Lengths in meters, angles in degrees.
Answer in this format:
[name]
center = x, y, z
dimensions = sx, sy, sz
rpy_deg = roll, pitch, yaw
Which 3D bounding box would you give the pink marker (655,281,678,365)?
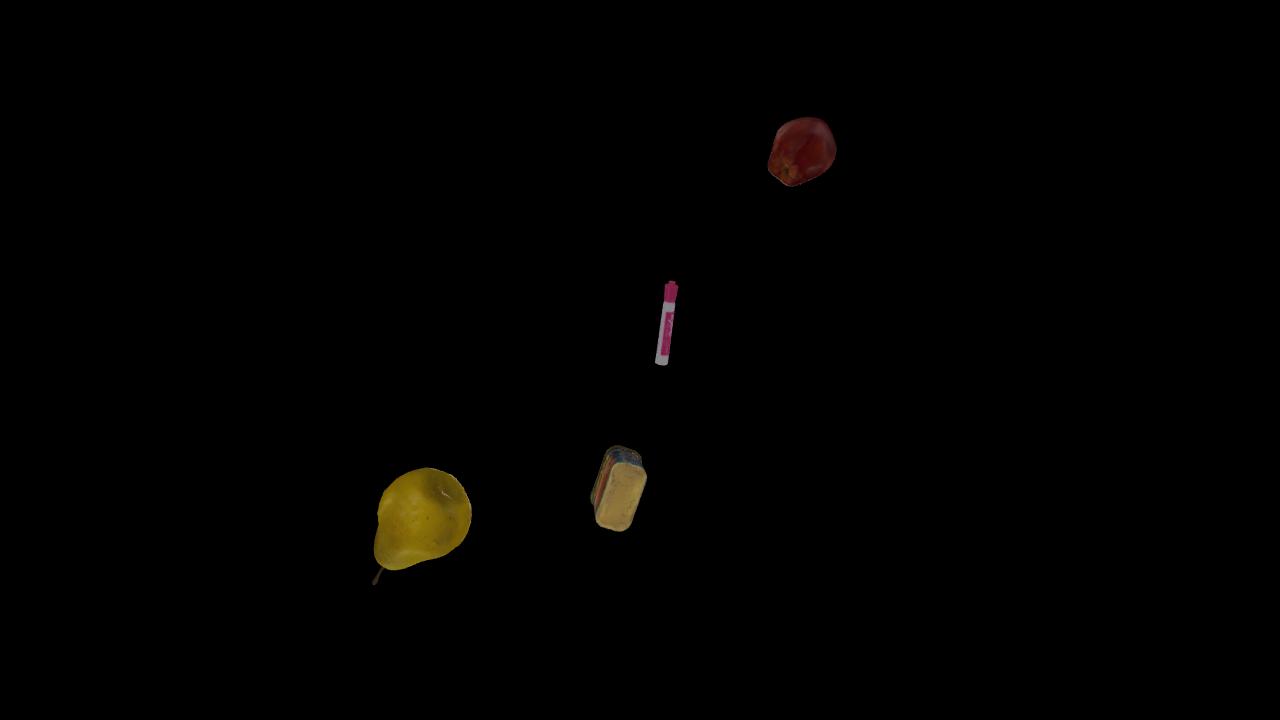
[pink marker]
center = 0.037, -0.051, 0.861
dimensions = 0.020, 0.121, 0.020
rpy_deg = 6, 20, -2

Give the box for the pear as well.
[pear]
center = -0.202, 0.148, 0.541
dimensions = 0.111, 0.080, 0.080
rpy_deg = -42, -12, 13

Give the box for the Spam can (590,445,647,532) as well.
[Spam can]
center = -0.030, 0.183, 0.877
dimensions = 0.058, 0.101, 0.085
rpy_deg = 18, 4, -9

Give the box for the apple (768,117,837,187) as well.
[apple]
center = 0.201, -0.257, 0.763
dimensions = 0.079, 0.079, 0.093
rpy_deg = 0, 39, 44
